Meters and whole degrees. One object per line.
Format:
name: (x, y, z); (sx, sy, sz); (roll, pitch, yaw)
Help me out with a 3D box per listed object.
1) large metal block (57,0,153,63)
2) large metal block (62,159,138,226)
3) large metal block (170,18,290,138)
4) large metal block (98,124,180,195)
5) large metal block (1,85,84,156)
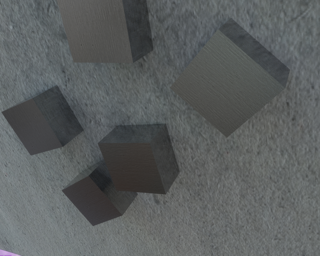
large metal block: (-0.060, -0.119, 0.347); (0.080, 0.050, 0.079); (6, 121, 25)
large metal block: (-0.098, 0.105, 0.505); (0.080, 0.050, 0.080); (-30, 102, 37)
large metal block: (0.072, -0.051, 0.321); (0.080, 0.050, 0.080); (41, 129, -1)
large metal block: (-0.027, 0.042, 0.430); (0.080, 0.050, 0.080); (-2, 118, 29)
large metal block: (-0.179, -0.010, 0.476); (0.080, 0.050, 0.080); (-15, 111, 33)
